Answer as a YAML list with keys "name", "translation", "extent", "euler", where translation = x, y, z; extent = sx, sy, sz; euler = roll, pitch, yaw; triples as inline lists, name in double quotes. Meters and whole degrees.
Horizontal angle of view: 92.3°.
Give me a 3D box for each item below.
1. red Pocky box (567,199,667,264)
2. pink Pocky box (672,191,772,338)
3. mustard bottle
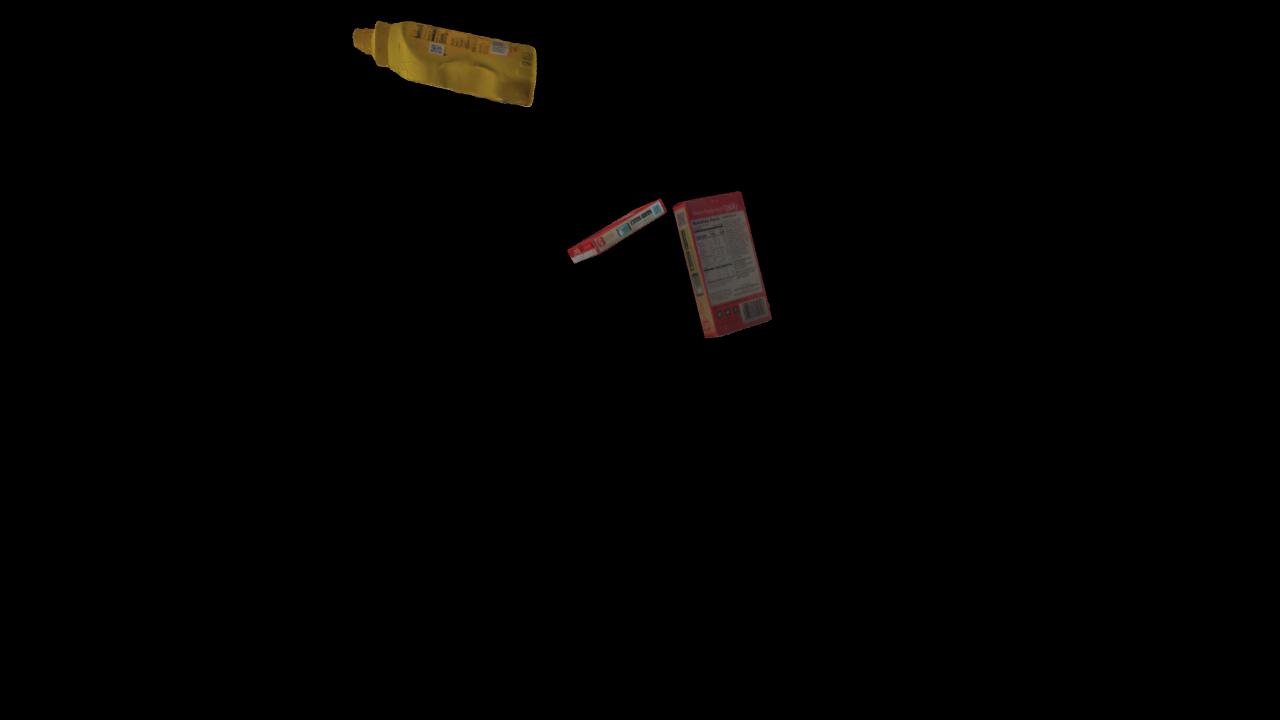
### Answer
- name: "red Pocky box"
  translation: [-0.036, -0.204, 0.971]
  extent: [0.155, 0.028, 0.083]
  euler: [-38, 17, -30]
- name: "pink Pocky box"
  translation: [0.095, -0.109, 0.703]
  extent: [0.084, 0.155, 0.029]
  euler: [-18, 6, -29]
- name: "mustard bottle"
  translation: [-0.204, -0.319, 0.650]
  extent: [0.184, 0.092, 0.054]
  euler: [5, -37, -16]
